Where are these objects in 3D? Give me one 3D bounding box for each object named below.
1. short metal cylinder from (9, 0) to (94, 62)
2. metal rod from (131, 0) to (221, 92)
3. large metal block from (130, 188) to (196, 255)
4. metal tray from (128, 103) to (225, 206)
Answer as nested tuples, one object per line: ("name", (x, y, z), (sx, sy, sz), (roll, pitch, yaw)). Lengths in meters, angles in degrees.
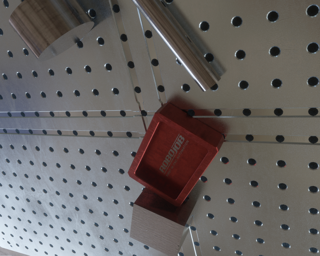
("short metal cylinder", (-0.126, -0.123, 0.366), (0.080, 0.080, 0.050), (-28, 103, 37))
("metal rod", (-0.036, -0.163, 0.328), (0.025, 0.025, 0.300), (-33, 100, 38))
("large metal block", (0.003, 0.144, 0.482), (0.080, 0.050, 0.079), (20, 126, 16))
("metal tray", (0.017, 0.040, 0.423), (0.090, 0.030, 0.129), (32, 129, 7))
